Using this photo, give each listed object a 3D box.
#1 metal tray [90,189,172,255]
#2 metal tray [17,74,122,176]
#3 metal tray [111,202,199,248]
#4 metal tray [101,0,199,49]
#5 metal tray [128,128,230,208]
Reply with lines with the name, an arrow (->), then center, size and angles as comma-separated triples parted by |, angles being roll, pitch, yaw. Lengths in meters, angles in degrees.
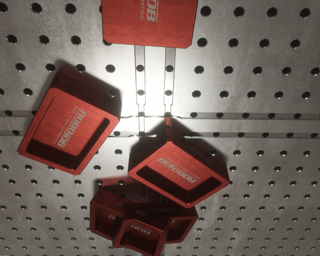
metal tray -> -0.052, 0.161, 0.516 | 0.131, 0.030, 0.089 | 19, 130, 10
metal tray -> -0.120, 0.002, 0.407 | 0.090, 0.030, 0.129 | 26, 125, -21
metal tray -> -0.010, 0.165, 0.529 | 0.131, 0.030, 0.089 | 4, 132, -21
metal tray -> -0.008, -0.142, 0.287 | 0.091, 0.030, 0.129 | 3, 130, -3
metal tray -> 0.029, 0.064, 0.463 | 0.130, 0.030, 0.090 | 35, 122, -27
